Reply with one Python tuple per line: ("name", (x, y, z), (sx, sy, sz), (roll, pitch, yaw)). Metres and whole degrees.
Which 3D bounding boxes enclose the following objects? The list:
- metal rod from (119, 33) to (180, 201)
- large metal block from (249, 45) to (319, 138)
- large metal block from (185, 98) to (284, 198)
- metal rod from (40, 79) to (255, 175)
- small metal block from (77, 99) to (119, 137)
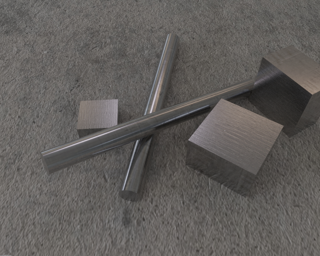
("metal rod", (-0.006, -0.038, 0.435), (0.025, 0.025, 0.300), (8, 50, 7))
("large metal block", (0.173, -0.048, 0.410), (0.050, 0.080, 0.080), (-25, 55, -19))
("large metal block", (0.087, 0.021, 0.370), (0.080, 0.050, 0.080), (28, 55, 21))
("metal rod", (0.008, -0.012, 0.385), (0.302, 0.025, 0.025), (-21, 53, -28))
("small metal block", (-0.080, -0.011, 0.412), (0.050, 0.025, 0.050), (-3, 50, -3))
